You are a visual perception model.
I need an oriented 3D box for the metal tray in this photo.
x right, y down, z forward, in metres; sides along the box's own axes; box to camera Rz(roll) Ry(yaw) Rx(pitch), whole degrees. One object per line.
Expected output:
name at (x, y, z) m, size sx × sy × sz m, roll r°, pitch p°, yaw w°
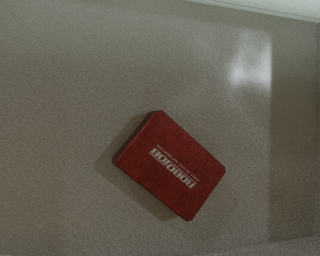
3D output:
metal tray at (0.014, 0.050, 0.413) m, size 0.130 × 0.030 × 0.090 m, roll 42°, pitch 77°, yaw -15°
